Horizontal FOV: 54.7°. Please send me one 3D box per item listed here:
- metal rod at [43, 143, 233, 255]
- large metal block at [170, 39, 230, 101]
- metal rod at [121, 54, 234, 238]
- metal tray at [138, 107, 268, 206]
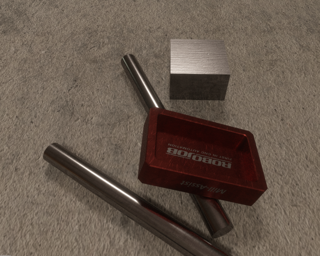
[{"bbox_3d":[-0.008,0.095,0.323,0.300,0.025,0.025,28,55,21],"label":"metal rod"},{"bbox_3d":[0.055,-0.087,0.461,0.081,0.050,0.080,1,50,0],"label":"large metal block"},{"bbox_3d":[0.007,-0.001,0.403,0.025,0.025,0.300,-17,52,-14],"label":"metal rod"},{"bbox_3d":[0.046,0.030,0.345,0.131,0.030,0.090,14,41,-10],"label":"metal tray"}]
